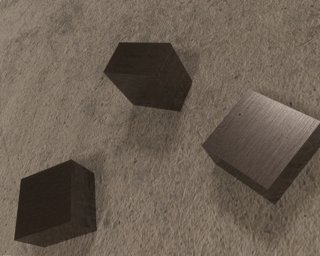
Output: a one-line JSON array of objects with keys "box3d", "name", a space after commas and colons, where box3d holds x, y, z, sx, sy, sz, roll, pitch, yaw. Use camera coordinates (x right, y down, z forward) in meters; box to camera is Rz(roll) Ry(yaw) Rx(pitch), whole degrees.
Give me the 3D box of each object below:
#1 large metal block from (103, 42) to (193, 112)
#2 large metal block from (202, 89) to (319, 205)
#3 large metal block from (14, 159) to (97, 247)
[{"box3d": [-0.014, -0.068, 0.416, 0.080, 0.080, 0.050, 10, 67, 32], "name": "large metal block"}, {"box3d": [0.105, 0.018, 0.321, 0.080, 0.050, 0.080, 35, 81, 38], "name": "large metal block"}, {"box3d": [-0.131, 0.097, 0.395, 0.080, 0.050, 0.080, -22, 54, 15], "name": "large metal block"}]
